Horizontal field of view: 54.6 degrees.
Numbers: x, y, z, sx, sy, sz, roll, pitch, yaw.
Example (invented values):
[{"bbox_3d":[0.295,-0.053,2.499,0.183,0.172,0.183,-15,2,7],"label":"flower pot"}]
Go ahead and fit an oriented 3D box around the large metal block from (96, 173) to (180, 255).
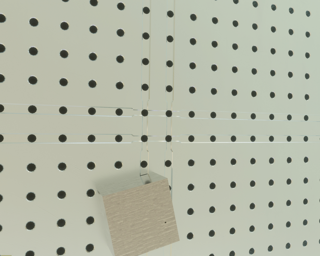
[{"bbox_3d":[-0.029,0.108,0.389,0.081,0.050,0.080,-12,94,-20],"label":"large metal block"}]
